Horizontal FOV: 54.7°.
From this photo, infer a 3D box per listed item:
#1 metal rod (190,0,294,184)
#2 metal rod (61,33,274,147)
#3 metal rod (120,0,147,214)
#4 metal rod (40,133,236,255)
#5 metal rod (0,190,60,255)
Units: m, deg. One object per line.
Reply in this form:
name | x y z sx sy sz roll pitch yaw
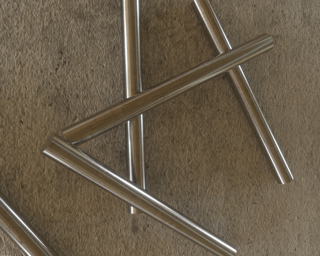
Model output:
metal rod | 0.124 -0.049 0.454 0.025 0.025 0.299 -32 101 -17
metal rod | 0.023 -0.054 0.389 0.302 0.025 0.025 -28 99 -18
metal rod | -0.034 -0.043 0.396 0.025 0.025 0.298 -2 91 -20
metal rod | -0.007 0.098 0.381 0.301 0.025 0.025 38 78 -26
metal rod | -0.180 0.087 0.342 0.025 0.025 0.299 -40 103 -16
